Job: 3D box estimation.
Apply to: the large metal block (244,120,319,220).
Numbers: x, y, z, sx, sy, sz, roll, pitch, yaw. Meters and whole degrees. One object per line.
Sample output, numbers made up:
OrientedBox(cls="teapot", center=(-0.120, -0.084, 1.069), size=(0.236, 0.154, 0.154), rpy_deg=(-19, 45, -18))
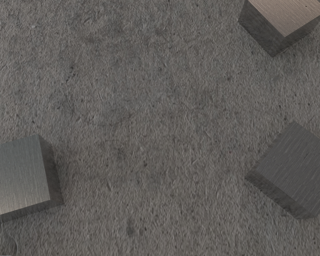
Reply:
OrientedBox(cls="large metal block", center=(0.165, 0.052, 0.377), size=(0.080, 0.050, 0.080), rpy_deg=(39, 75, 13))

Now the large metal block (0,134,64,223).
OrientedBox(cls="large metal block", center=(-0.170, 0.062, 0.371), size=(0.081, 0.050, 0.080), rpy_deg=(-16, 71, -6))

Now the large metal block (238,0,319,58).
OrientedBox(cls="large metal block", center=(0.177, -0.165, 0.456), size=(0.080, 0.050, 0.080), rpy_deg=(-33, 73, -11))
